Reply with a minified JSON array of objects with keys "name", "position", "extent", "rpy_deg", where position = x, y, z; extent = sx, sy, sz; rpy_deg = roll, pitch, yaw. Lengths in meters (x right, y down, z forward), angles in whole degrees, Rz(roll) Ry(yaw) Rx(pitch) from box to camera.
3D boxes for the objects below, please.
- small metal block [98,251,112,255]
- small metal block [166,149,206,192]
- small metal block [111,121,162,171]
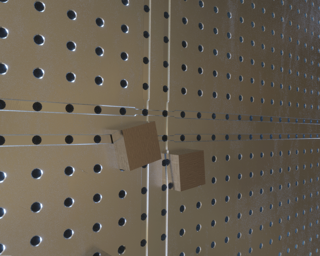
[{"name":"small metal block","position":[-0.067,0.181,0.355],"extent":[0.050,0.025,0.050],"rpy_deg":[-36,113,-34]},{"name":"small metal block","position":[0.038,0.059,0.443],"extent":[0.050,0.025,0.050],"rpy_deg":[-6,94,-40]},{"name":"small metal block","position":[-0.029,0.021,0.387],"extent":[0.050,0.025,0.050],"rpy_deg":[-17,101,-39]}]
